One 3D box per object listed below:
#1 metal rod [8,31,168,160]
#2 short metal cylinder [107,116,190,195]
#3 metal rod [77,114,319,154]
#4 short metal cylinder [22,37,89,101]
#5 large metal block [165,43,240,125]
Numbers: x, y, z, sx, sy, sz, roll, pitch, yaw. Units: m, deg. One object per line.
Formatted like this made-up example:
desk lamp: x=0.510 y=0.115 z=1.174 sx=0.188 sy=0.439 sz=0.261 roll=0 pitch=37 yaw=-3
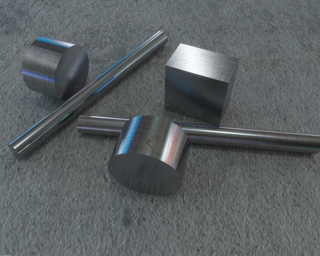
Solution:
metal rod: x=-0.087 y=-0.063 z=0.455 sx=0.025 sy=0.025 sz=0.301 roll=30 pitch=56 yaw=22
short metal cylinder: x=-0.011 y=0.032 z=0.341 sx=0.080 sy=0.080 sz=0.050 roll=10 pitch=51 yaw=8
metal rod: x=0.046 y=0.007 z=0.397 sx=0.302 sy=0.025 sz=0.025 roll=5 pitch=50 yaw=4
short metal cylinder: x=-0.144 y=-0.083 z=0.436 sx=0.050 sy=0.080 sz=0.080 roll=18 pitch=52 yaw=14
large metal block: x=0.054 y=-0.057 z=0.416 sx=0.080 sy=0.080 sz=0.050 roll=19 pitch=53 yaw=15
